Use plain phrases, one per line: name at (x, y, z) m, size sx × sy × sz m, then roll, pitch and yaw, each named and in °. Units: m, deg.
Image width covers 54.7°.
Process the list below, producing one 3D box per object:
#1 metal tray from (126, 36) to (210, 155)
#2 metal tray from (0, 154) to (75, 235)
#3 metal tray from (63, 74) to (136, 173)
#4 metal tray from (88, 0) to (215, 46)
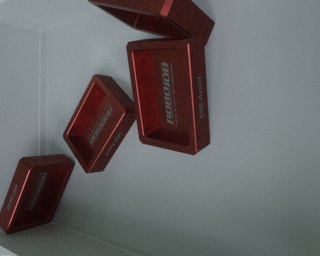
metal tray at (0.010, -0.039, 0.367) m, size 0.090 × 0.030 × 0.129 m, roll 10°, pitch 115°, yaw 39°
metal tray at (-0.208, 0.109, 0.523) m, size 0.030 × 0.090 × 0.129 m, roll 33°, pitch 106°, yaw 28°
metal tray at (-0.095, -0.005, 0.479) m, size 0.090 × 0.030 × 0.129 m, roll 49°, pitch 118°, yaw 28°
metal tray at (-0.011, -0.139, 0.369) m, size 0.130 × 0.090 × 0.030 m, roll 26°, pitch 98°, yaw 36°
